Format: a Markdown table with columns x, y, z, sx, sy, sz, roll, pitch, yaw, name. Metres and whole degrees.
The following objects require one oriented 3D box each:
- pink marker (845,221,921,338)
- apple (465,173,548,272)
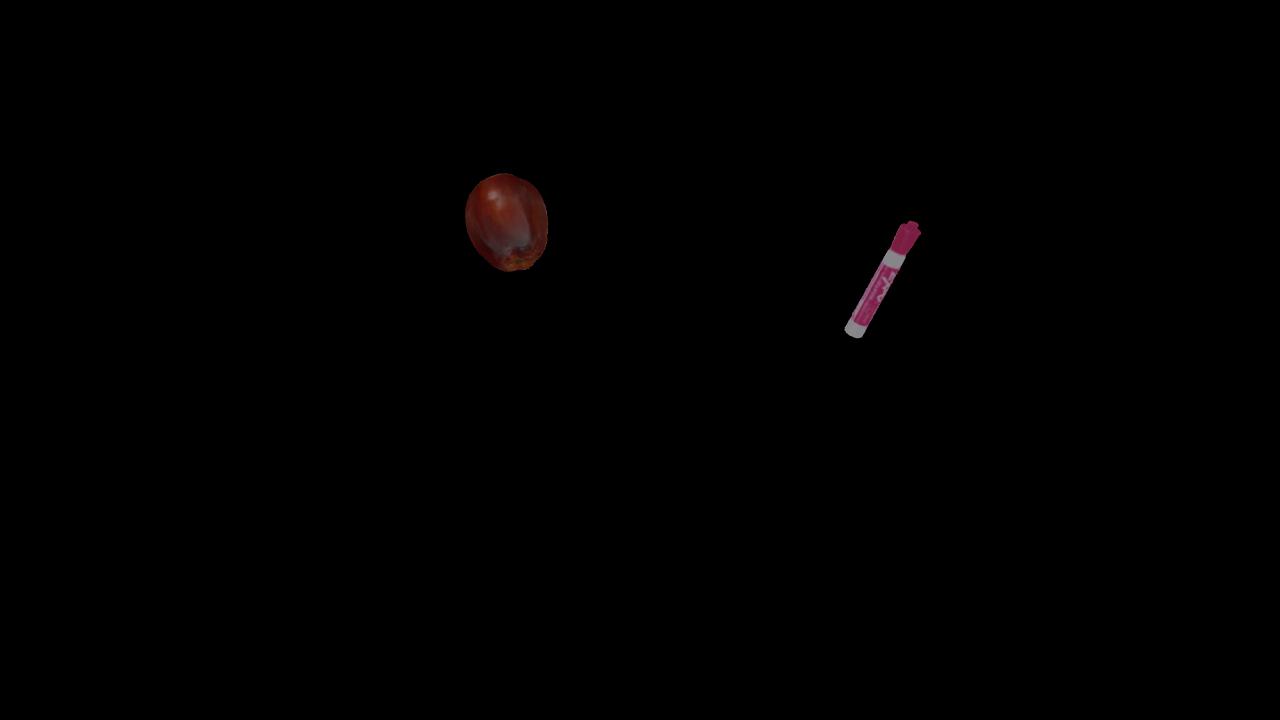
| x | y | z | sx | sy | sz | roll | pitch | yaw | name |
| --- | --- | --- | --- | --- | --- | --- | --- | --- | --- |
| 0.225 | -0.073 | 0.573 | 0.020 | 0.121 | 0.020 | 11 | 36 | -8 | pink marker |
| -0.127 | -0.131 | 0.585 | 0.079 | 0.093 | 0.079 | -19 | -12 | -4 | apple |
